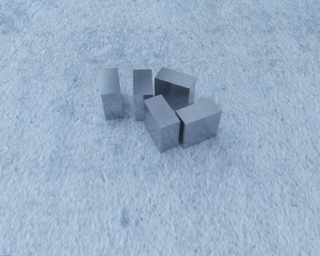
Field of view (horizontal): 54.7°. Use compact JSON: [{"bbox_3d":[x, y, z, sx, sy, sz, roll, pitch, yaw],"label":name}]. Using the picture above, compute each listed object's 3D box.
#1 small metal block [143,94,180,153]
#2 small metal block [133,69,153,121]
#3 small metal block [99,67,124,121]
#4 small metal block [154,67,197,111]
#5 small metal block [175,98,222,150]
[{"bbox_3d":[0.001,-0.005,0.391,0.025,0.050,0.050,-20,53,-16],"label":"small metal block"},{"bbox_3d":[-0.023,-0.045,0.424,0.025,0.050,0.050,-2,50,-2],"label":"small metal block"},{"bbox_3d":[-0.066,-0.047,0.425,0.025,0.050,0.050,-7,51,-7],"label":"small metal block"},{"bbox_3d":[0.021,-0.051,0.431,0.050,0.050,0.025,19,53,15],"label":"small metal block"},{"bbox_3d":[0.047,-0.005,0.392,0.050,0.050,0.025,-21,53,-17],"label":"small metal block"}]
